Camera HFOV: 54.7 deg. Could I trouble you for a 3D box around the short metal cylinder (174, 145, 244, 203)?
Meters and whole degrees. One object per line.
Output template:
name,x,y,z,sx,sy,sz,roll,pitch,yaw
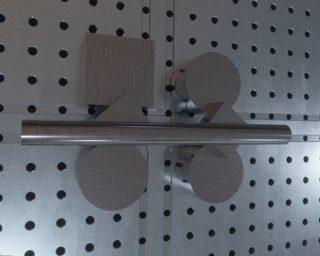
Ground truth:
short metal cylinder,0.066,0.057,0.424,0.081,0.050,0.080,0,90,-20

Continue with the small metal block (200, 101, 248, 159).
small metal block,0.077,0.003,0.388,0.050,0.025,0.050,42,77,-15

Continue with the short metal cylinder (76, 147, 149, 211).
short metal cylinder,-0.060,0.054,0.376,0.081,0.050,0.080,0,90,-20

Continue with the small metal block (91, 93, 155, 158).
small metal block,-0.043,-0.003,0.344,0.050,0.025,0.050,-42,103,-15

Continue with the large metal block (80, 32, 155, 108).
large metal block,-0.053,-0.065,0.379,0.081,0.050,0.080,1,90,-20

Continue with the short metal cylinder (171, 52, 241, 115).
short metal cylinder,0.061,-0.058,0.422,0.081,0.050,0.080,0,90,-20

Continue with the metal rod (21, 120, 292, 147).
metal rod,0.015,0.006,0.338,0.302,0.025,0.025,1,90,-20
